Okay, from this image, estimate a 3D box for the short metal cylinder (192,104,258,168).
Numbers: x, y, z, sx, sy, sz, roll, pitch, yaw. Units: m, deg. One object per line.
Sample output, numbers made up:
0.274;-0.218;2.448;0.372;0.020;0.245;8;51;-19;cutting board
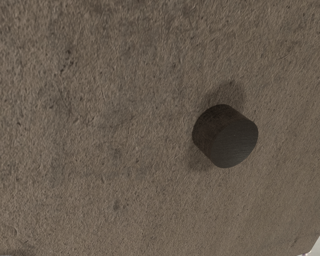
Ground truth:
0.095;0.012;0.452;0.081;0.050;0.079;-14;125;-21;short metal cylinder
